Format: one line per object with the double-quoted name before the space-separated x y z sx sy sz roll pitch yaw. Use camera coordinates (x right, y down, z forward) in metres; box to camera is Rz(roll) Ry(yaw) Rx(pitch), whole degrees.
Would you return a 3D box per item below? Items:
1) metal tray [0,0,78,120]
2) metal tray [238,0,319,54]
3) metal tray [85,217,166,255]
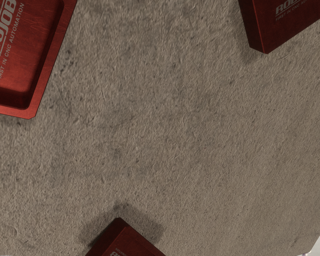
"metal tray" -0.141 -0.078 0.278 0.091 0.030 0.129 14 111 -35
"metal tray" 0.167 -0.167 0.394 0.130 0.030 0.090 -34 129 -6
"metal tray" -0.050 0.211 0.482 0.090 0.030 0.130 -49 125 -16
